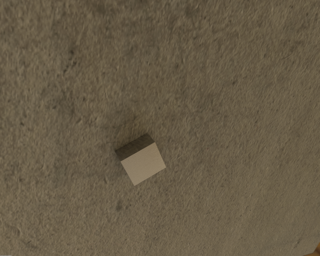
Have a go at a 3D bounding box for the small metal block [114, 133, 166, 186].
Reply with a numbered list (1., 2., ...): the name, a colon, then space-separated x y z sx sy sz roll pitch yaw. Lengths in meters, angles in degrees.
1. small metal block: -0.026 0.042 0.418 0.050 0.025 0.050 -29 128 -10
